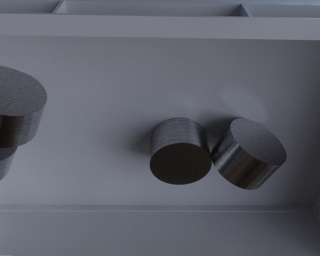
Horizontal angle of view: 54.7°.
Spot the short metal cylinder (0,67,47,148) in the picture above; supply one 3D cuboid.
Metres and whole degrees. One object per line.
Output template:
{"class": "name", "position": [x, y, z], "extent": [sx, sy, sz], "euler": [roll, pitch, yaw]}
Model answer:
{"class": "short metal cylinder", "position": [-0.175, -0.024, 0.350], "extent": [0.080, 0.080, 0.050], "euler": [20, 127, -17]}

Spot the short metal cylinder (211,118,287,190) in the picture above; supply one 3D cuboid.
{"class": "short metal cylinder", "position": [0.114, 0.033, 0.403], "extent": [0.081, 0.080, 0.050], "euler": [18, 128, -15]}

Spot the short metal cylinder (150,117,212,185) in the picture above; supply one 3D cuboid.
{"class": "short metal cylinder", "position": [0.027, 0.032, 0.421], "extent": [0.081, 0.050, 0.079], "euler": [0, 130, 0]}

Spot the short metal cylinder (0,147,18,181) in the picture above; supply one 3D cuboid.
{"class": "short metal cylinder", "position": [-0.228, 0.028, 0.393], "extent": [0.080, 0.080, 0.050], "euler": [23, 126, -19]}
